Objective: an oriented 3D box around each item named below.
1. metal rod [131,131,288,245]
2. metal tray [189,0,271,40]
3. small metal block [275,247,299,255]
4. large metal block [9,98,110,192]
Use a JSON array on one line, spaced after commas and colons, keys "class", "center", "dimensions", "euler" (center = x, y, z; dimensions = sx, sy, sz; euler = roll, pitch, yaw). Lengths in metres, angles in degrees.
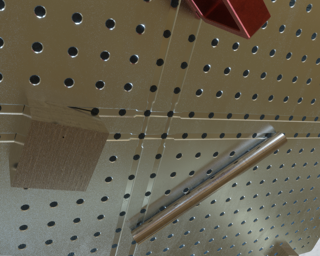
[{"class": "metal rod", "center": [0.086, 0.097, 0.517], "dimensions": [0.301, 0.025, 0.025], "euler": [-33, 129, -7]}, {"class": "metal tray", "center": [0.044, -0.151, 0.299], "dimensions": [0.030, 0.090, 0.130], "euler": [-46, 129, 4]}, {"class": "small metal block", "center": [0.319, 0.335, 0.792], "dimensions": [0.050, 0.025, 0.050], "euler": [20, 108, -36]}, {"class": "large metal block", "center": [-0.114, 0.021, 0.346], "dimensions": [0.081, 0.050, 0.079], "euler": [12, 112, -34]}]
